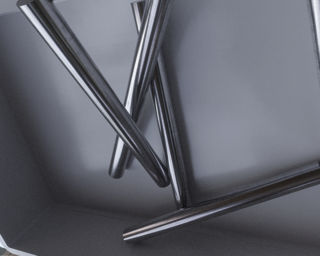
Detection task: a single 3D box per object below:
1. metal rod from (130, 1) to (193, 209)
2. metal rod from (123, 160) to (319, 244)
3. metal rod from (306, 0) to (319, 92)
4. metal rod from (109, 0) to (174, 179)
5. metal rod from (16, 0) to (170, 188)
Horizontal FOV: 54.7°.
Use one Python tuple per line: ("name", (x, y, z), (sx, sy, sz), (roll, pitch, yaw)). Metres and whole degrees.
("metal rod", (0.009, -0.007, 0.399), (0.025, 0.025, 0.298), (2, 120, 27))
("metal rod", (0.066, 0.109, 0.416), (0.299, 0.025, 0.025), (-28, 103, 29))
("metal rod", (0.182, 0.001, 0.313), (0.025, 0.025, 0.299), (-7, 115, 31))
("metal rod", (-0.033, -0.029, 0.383), (0.025, 0.025, 0.298), (30, 136, 9))
("metal rod", (-0.047, -0.013, 0.348), (0.025, 0.025, 0.299), (2, 144, 27))
